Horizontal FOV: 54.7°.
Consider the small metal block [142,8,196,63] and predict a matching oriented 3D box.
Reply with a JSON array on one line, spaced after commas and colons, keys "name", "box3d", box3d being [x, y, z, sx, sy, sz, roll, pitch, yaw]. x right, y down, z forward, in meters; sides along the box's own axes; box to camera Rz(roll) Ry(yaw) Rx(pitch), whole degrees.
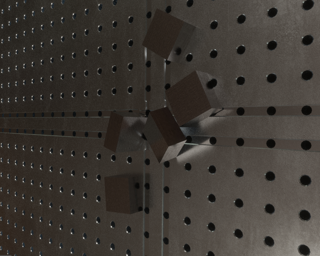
[{"name": "small metal block", "box3d": [0.011, -0.118, 0.399, 0.050, 0.025, 0.050, 39, 113, 33]}]

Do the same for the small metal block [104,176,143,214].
[{"name": "small metal block", "box3d": [-0.053, 0.096, 0.451, 0.050, 0.025, 0.050, -6, 86, 39]}]

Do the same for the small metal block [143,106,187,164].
[{"name": "small metal block", "box3d": [0.004, 0.010, 0.390, 0.050, 0.025, 0.050, 61, 155, 21]}]

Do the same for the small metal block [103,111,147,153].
[{"name": "small metal block", "box3d": [-0.046, 0.005, 0.429, 0.025, 0.050, 0.050, 23, 104, 37]}]

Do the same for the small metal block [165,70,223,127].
[{"name": "small metal block", "box3d": [0.040, -0.034, 0.375, 0.050, 0.025, 0.050, -31, 71, 35]}]
